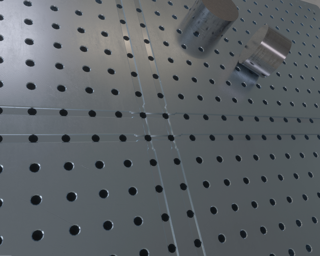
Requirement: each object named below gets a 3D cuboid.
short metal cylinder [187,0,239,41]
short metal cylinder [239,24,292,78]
[{"bbox_3d":[0.097,-0.209,0.571,0.081,0.050,0.080,14,56,-21],"label":"short metal cylinder"},{"bbox_3d":[0.188,-0.138,0.557,0.050,0.080,0.080,31,52,-9],"label":"short metal cylinder"}]
